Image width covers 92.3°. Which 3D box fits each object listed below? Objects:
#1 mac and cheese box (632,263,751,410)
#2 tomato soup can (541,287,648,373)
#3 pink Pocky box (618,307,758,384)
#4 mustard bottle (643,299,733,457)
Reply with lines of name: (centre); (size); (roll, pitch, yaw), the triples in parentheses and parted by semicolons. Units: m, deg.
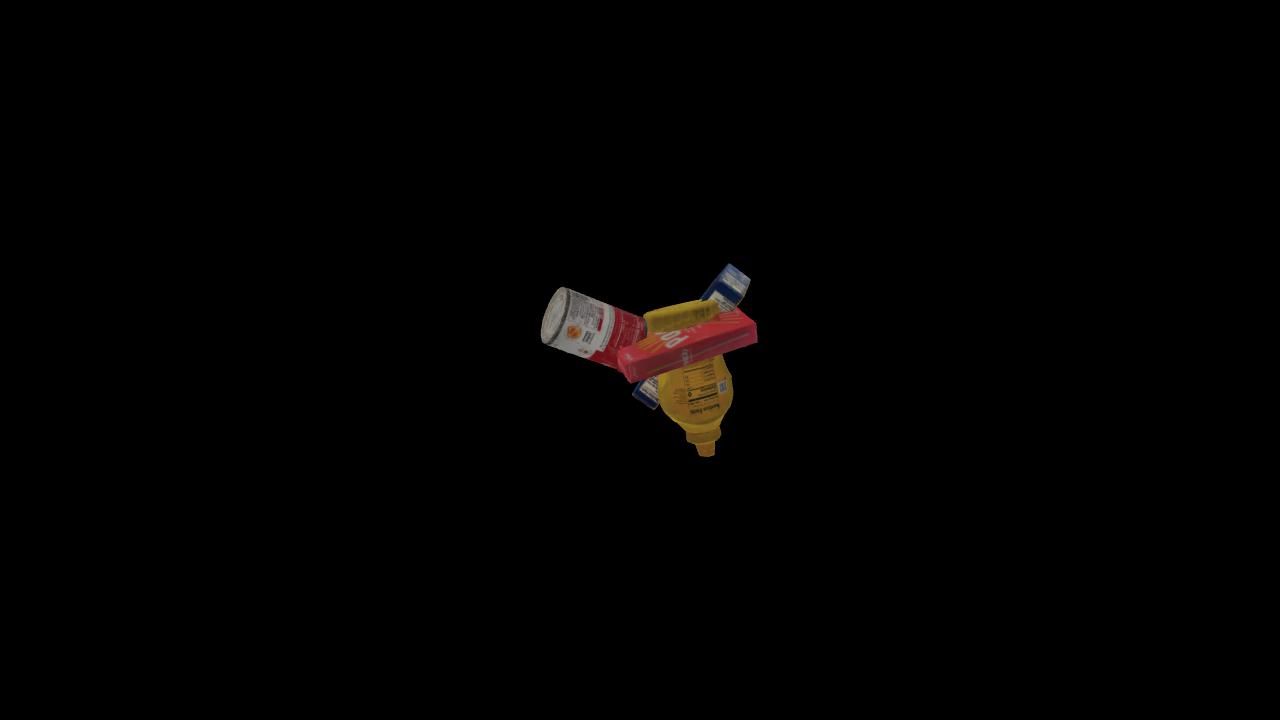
mac and cheese box: (0.064, -0.029, 0.764); (0.041, 0.184, 0.093); (36, 25, -1)
tomato soup can: (-0.051, -0.033, 0.680); (0.101, 0.068, 0.068); (20, -9, -26)
pink Pocky box: (0.045, -0.026, 0.692); (0.155, 0.029, 0.084); (-18, 32, -12)
mustard bottle: (0.063, 0.026, 0.716); (0.092, 0.184, 0.054); (-15, 11, -20)
